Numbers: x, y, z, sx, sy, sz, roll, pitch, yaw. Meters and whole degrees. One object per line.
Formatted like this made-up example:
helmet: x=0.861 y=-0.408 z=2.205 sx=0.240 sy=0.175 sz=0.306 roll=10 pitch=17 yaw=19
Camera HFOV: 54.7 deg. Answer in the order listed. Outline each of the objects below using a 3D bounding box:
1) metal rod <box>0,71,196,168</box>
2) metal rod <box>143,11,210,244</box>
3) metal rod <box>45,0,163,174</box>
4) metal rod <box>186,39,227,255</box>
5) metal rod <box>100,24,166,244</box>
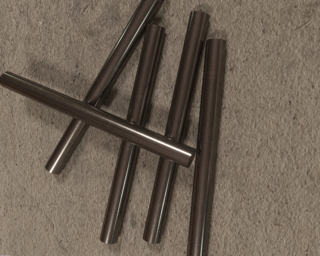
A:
metal rod: x=-0.095 y=-0.018 z=0.413 sx=0.301 sy=0.025 sz=0.025 roll=22 pitch=97 yaw=18
metal rod: x=0.020 y=0.002 z=0.401 sx=0.025 sy=0.025 sz=0.298 roll=13 pitch=94 yaw=19
metal rod: x=-0.080 y=-0.061 z=0.436 sx=0.025 sy=0.025 sz=0.299 roll=36 pitch=101 yaw=16
metal rod: x=0.057 y=0.041 z=0.388 sx=0.025 sy=0.025 sz=0.298 roll=6 pitch=92 yaw=19
metal rod: x=-0.038 y=0.011 z=0.421 sx=0.025 sy=0.025 sz=0.298 roll=15 pitch=95 yaw=19
